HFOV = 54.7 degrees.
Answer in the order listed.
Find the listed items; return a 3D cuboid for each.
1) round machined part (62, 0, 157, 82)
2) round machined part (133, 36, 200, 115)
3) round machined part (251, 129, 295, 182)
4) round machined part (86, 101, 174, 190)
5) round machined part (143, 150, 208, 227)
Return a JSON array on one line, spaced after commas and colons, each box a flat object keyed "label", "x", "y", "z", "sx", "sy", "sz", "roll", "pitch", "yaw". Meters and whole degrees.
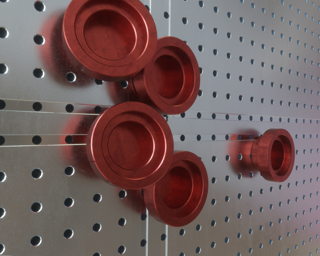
[{"label": "round machined part", "x": -0.056, "y": -0.098, "z": 0.339, "sx": 0.099, "sy": 0.042, "sz": 0.097, "roll": 3, "pitch": 83, "yaw": -21}, {"label": "round machined part", "x": 0.004, "y": -0.066, "z": 0.403, "sx": 0.099, "sy": 0.042, "sz": 0.097, "roll": -1, "pitch": 92, "yaw": -42}, {"label": "round machined part", "x": 0.207, "y": 0.050, "z": 0.575, "sx": 0.099, "sy": 0.042, "sz": 0.097, "roll": 0, "pitch": 90, "yaw": -40}, {"label": "round machined part", "x": -0.037, "y": 0.021, "z": 0.359, "sx": 0.099, "sy": 0.042, "sz": 0.097, "roll": 5, "pitch": 80, "yaw": -27}, {"label": "round machined part", "x": 0.017, "y": 0.078, "z": 0.414, "sx": 0.099, "sy": 0.042, "sz": 0.097, "roll": 0, "pitch": 90, "yaw": -40}]
